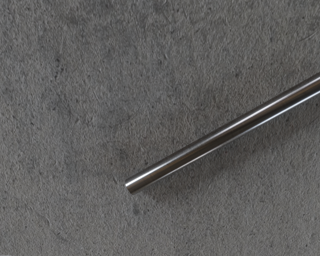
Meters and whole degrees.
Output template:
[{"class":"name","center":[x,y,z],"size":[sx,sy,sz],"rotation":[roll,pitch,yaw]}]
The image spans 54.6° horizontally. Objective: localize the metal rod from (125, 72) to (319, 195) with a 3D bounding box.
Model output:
[{"class":"metal rod","center":[0.086,0.010,0.413],"size":[0.300,0.025,0.025],"rotation":[-30,108,10]}]
